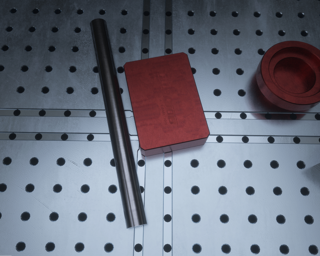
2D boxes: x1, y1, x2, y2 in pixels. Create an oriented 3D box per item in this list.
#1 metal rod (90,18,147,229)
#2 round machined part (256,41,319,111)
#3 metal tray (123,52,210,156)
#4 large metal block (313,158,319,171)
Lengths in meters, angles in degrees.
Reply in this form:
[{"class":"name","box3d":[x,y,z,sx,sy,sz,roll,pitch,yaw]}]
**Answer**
[{"class":"metal rod","box3d":[-0.060,-0.020,0.418,0.025,0.025,0.299,-12,71,-5]},{"class":"round machined part","box3d":[0.183,-0.068,0.430,0.099,0.042,0.098,0,70,-1]},{"class":"metal tray","box3d":[0.007,-0.034,0.422,0.091,0.030,0.129,-11,70,-5]},{"class":"large metal block","box3d":[0.260,0.040,0.387,0.080,0.050,0.080,41,75,13]}]
